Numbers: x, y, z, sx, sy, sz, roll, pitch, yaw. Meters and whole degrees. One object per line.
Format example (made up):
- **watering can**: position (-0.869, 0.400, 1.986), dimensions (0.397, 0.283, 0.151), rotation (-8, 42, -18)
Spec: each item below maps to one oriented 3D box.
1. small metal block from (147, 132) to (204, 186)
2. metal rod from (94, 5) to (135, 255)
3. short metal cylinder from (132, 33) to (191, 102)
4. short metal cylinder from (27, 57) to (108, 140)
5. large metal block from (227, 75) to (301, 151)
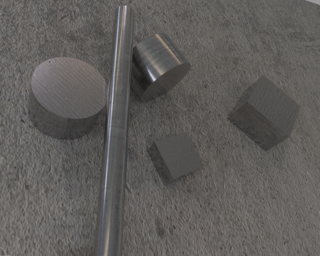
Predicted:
- **small metal block**: position (0.019, 0.038, 0.391), dimensions (0.050, 0.025, 0.050), rotation (-16, 70, -35)
- **metal rod**: position (-0.045, -0.010, 0.331), dimensions (0.025, 0.025, 0.299), rotation (11, 64, -22)
- **short metal cylinder**: position (-0.006, -0.079, 0.413), dimensions (0.081, 0.080, 0.050), rotation (-28, 78, -37)
- **short metal cylinder**: position (-0.105, -0.033, 0.351), dimensions (0.081, 0.050, 0.080), rotation (13, 56, -21)
- **large metal block**: position (0.166, -0.025, 0.492), dimensions (0.080, 0.050, 0.080), rotation (40, 51, -1)
